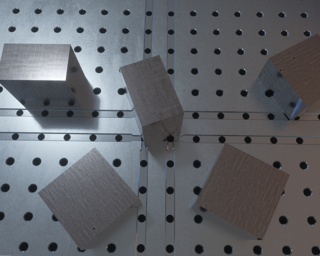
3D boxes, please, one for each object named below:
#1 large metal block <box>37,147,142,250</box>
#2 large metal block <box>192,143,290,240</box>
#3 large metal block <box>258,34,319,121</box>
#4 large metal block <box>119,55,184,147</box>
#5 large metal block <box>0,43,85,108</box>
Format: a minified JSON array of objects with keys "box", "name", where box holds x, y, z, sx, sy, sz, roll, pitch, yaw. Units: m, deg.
[{"box":[-0.080,0.084,0.368,0.080,0.050,0.080,-40,75,-13],"name":"large metal block"},{"box":[0.094,0.077,0.371,0.080,0.050,0.080,27,72,9],"name":"large metal block"},{"box":[0.197,-0.069,0.425,0.080,0.050,0.080,-27,72,-10],"name":"large metal block"},{"box":[-0.010,-0.031,0.394,0.050,0.080,0.080,-19,71,-7],"name":"large metal block"},{"box":[-0.149,-0.066,0.406,0.080,0.080,0.050,1,70,0],"name":"large metal block"}]
